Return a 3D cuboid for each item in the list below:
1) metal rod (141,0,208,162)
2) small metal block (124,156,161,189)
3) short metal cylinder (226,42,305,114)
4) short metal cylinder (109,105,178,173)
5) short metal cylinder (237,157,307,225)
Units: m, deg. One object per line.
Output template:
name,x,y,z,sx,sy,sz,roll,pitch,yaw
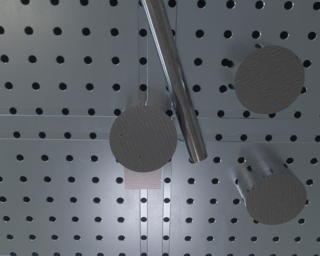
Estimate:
metal rod,0.009,-0.093,0.379,0.025,0.025,0.298,-17,110,6
small metal block,-0.024,0.058,0.435,0.050,0.025,0.050,0,110,0
short metal cylinder,0.126,-0.062,0.378,0.081,0.050,0.079,0,110,0
short metal cylinder,-0.020,0.014,0.391,0.081,0.050,0.080,0,87,0
short metal cylinder,0.154,0.087,0.434,0.081,0.050,0.079,0,110,0
